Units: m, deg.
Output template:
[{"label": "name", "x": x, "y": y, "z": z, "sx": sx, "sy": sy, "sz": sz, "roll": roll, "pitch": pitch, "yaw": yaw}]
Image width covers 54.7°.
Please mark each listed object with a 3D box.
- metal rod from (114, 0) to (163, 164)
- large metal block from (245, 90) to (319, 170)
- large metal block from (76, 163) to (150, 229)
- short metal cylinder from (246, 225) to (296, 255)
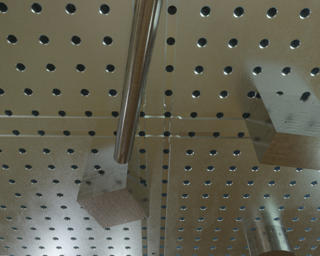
[{"label": "metal rod", "x": -0.026, "y": -0.060, "z": 0.342, "sx": 0.025, "sy": 0.025, "sz": 0.298, "roll": 8, "pitch": 135, "yaw": -8}, {"label": "large metal block", "x": 0.159, "y": 0.002, "z": 0.380, "sx": 0.081, "sy": 0.080, "sz": 0.050, "roll": 7, "pitch": 130, "yaw": -6}, {"label": "large metal block", "x": -0.070, "y": 0.107, "z": 0.486, "sx": 0.080, "sy": 0.050, "sz": 0.080, "roll": -18, "pitch": 128, "yaw": 14}, {"label": "short metal cylinder", "x": 0.212, "y": 0.232, "z": 0.596, "sx": 0.081, "sy": 0.050, "sz": 0.079, "roll": 0, "pitch": 130, "yaw": 0}]
